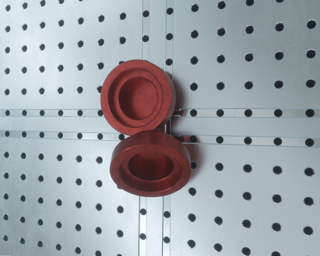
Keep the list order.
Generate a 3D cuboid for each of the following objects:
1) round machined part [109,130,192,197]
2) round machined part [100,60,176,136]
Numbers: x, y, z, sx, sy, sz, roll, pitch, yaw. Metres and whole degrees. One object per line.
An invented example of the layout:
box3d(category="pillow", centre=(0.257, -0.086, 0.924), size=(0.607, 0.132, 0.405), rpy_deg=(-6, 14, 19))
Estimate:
box3d(category="round machined part", centre=(-0.011, 0.041, 0.389), size=(0.099, 0.042, 0.097), rpy_deg=(0, 131, 0))
box3d(category="round machined part", centre=(-0.025, -0.038, 0.412), size=(0.098, 0.042, 0.097), rpy_deg=(0, 90, 19))
